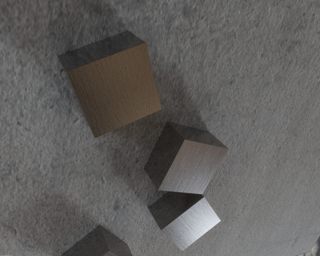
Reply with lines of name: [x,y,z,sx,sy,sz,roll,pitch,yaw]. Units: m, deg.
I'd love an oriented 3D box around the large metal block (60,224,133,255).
large metal block: [-0.093,0.206,0.469,0.080,0.050,0.080,-38,130,-3]

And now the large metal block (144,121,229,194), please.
large metal block: [0.036,0.044,0.440,0.081,0.050,0.079,13,111,-34]

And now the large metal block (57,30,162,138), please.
large metal block: [-0.052,-0.048,0.334,0.081,0.050,0.080,-25,128,-14]

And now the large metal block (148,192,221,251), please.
large metal block: [0.040,0.140,0.502,0.080,0.050,0.080,-37,130,-4]
